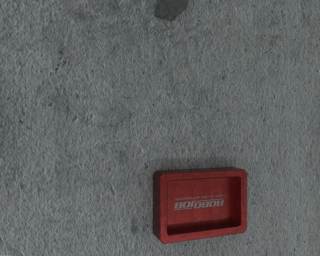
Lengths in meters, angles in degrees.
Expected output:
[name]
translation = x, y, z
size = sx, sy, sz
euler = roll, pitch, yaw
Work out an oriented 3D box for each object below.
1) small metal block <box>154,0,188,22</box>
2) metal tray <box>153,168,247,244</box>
[small metal block]
translation = 0.017, -0.174, 0.402
size = 0.025, 0.050, 0.050
euler = 11, 86, -20
[metal tray]
translation = 0.057, 0.103, 0.427
size = 0.131, 0.030, 0.089
euler = 0, 90, -20
